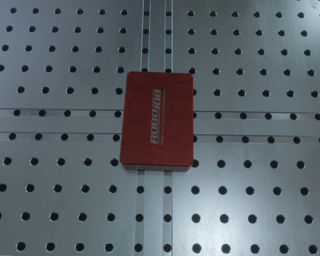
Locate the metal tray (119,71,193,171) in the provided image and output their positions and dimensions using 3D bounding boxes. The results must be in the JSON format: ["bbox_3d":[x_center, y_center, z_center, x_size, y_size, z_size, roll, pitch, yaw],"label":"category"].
[{"bbox_3d":[-0.002,-0.010,0.412,0.091,0.030,0.130,2,70,0],"label":"metal tray"}]
